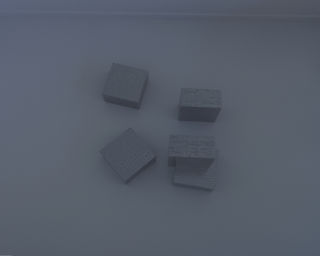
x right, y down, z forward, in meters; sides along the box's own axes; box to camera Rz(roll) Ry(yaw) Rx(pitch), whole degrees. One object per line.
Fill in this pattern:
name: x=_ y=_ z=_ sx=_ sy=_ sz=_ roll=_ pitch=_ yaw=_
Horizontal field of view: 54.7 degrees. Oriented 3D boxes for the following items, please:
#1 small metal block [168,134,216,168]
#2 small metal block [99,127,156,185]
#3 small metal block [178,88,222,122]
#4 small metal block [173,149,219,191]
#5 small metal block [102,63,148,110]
small metal block: x=0.035 y=0.028 z=0.360 sx=0.050 sy=0.050 sz=0.025 roll=2 pitch=70 yaw=1
small metal block: x=-0.040 y=0.036 z=0.396 sx=0.050 sy=0.025 sz=0.050 roll=-39 pitch=75 yaw=-13
small metal block: x=0.051 y=-0.029 z=0.408 sx=0.050 sy=0.050 sz=0.025 roll=3 pitch=70 yaw=0
small metal block: x=0.045 y=0.050 z=0.392 sx=0.050 sy=0.025 sz=0.050 roll=9 pitch=70 yaw=3
small metal block: x=-0.047 y=-0.058 z=0.430 sx=0.050 sy=0.025 sz=0.050 roll=14 pitch=70 yaw=4
